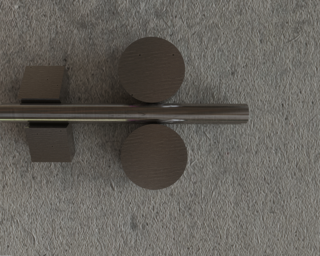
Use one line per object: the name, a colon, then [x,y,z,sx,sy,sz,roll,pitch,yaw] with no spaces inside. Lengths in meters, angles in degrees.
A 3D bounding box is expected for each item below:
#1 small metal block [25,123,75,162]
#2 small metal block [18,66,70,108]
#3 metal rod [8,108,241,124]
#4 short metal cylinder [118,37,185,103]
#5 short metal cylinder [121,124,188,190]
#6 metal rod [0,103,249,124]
small metal block: [-0.140,0.016,0.400,0.050,0.025,0.050,0,117,-1]
small metal block: [-0.148,-0.053,0.400,0.050,0.025,0.050,0,63,0]
metal rod: [-0.044,-0.018,0.411,0.302,0.025,0.025,0,90,0]
short metal cylinder: [-0.010,-0.071,0.398,0.081,0.050,0.079,0,90,0]
short metal cylinder: [-0.007,0.035,0.398,0.081,0.050,0.079,0,90,0]
metal rod: [-0.043,-0.018,0.386,0.302,0.025,0.025,0,90,0]
